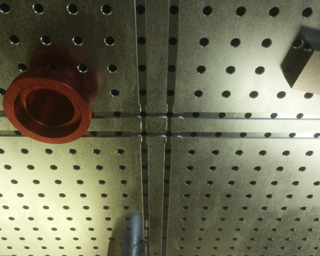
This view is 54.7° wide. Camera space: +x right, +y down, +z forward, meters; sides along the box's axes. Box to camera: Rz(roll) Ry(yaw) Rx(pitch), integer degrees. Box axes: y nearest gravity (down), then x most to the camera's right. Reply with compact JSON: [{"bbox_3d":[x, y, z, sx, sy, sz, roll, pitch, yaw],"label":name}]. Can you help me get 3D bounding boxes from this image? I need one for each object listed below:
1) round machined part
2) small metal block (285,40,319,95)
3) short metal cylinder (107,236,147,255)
[{"bbox_3d":[-0.130,-0.030,0.373,0.099,0.042,0.097,0,130,0],"label":"round machined part"},{"bbox_3d":[0.182,-0.067,0.356,0.050,0.025,0.050,10,130,-9],"label":"small metal block"},{"bbox_3d":[-0.066,0.258,0.615,0.081,0.050,0.079,0,130,0],"label":"short metal cylinder"}]
